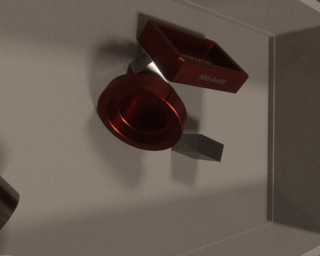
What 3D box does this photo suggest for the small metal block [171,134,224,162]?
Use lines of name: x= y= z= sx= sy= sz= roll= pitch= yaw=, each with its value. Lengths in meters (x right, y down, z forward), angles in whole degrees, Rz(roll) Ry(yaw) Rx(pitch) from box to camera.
small metal block: x=0.053 y=0.027 z=0.437 sx=0.050 sy=0.050 sz=0.025 roll=24 pitch=75 yaw=-38

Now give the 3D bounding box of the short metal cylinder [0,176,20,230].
short metal cylinder: x=-0.160 y=0.062 z=0.238 sx=0.080 sy=0.080 sz=0.050 roll=-48 pitch=119 yaw=-29

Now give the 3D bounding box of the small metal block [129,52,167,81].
small metal block: x=-0.010 y=-0.060 z=0.380 sx=0.025 sy=0.050 sz=0.050 roll=-36 pitch=118 yaw=5

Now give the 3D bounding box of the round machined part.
round machined part: x=-0.016 y=-0.022 z=0.350 sx=0.098 sy=0.098 sz=0.042 roll=51 pitch=43 yaw=-28

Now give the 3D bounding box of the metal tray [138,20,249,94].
metal tray: x=0.046 y=-0.091 z=0.407 sx=0.131 sy=0.090 sz=0.030 roll=3 pitch=133 yaw=-40
